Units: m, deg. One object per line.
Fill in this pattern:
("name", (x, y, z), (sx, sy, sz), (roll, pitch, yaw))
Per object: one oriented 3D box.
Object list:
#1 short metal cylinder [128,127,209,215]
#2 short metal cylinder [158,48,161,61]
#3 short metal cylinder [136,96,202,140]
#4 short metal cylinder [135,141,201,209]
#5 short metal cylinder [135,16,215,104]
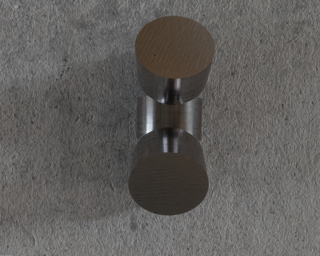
("short metal cylinder", (0.009, 0.046, 0.332), (0.080, 0.050, 0.079), (0, 118, 1))
("short metal cylinder", (0.012, -0.077, 0.399), (0.081, 0.050, 0.080), (0, 90, 0))
("short metal cylinder", (0.012, -0.011, 0.384), (0.081, 0.080, 0.050), (2, 90, 0))
("short metal cylinder", (0.010, 0.058, 0.399), (0.081, 0.050, 0.080), (0, 90, 0))
("short metal cylinder", (0.015, -0.072, 0.334), (0.081, 0.050, 0.080), (1, 65, -1))
